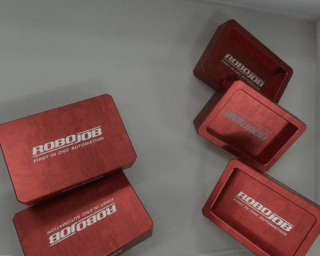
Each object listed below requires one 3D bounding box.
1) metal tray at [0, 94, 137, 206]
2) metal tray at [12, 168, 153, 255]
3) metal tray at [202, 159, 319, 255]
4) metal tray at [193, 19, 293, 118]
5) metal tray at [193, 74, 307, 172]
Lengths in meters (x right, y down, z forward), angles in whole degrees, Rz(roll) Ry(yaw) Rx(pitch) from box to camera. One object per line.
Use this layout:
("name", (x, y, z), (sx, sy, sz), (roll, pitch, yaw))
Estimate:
("metal tray", (-0.103, 0.022, 0.354), (0.131, 0.030, 0.090), (-19, 76, -19))
("metal tray", (-0.084, 0.110, 0.350), (0.131, 0.030, 0.090), (-25, 59, -19))
("metal tray", (0.130, 0.109, 0.397), (0.030, 0.130, 0.090), (11, 108, -59))
("metal tray", (0.124, -0.082, 0.453), (0.130, 0.030, 0.090), (33, 79, -17))
("metal tray", (0.124, -0.004, 0.432), (0.131, 0.030, 0.090), (30, 109, -18))
